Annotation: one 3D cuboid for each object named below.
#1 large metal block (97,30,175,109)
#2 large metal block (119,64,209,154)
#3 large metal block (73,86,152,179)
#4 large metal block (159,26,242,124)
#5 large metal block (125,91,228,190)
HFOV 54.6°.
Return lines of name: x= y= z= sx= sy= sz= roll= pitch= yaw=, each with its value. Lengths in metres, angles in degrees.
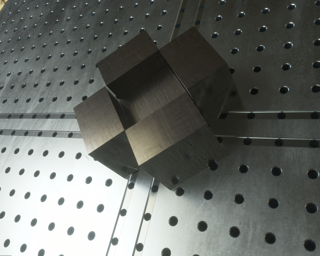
large metal block: x=-0.027 y=-0.074 z=0.434 sx=0.080 sy=0.080 sz=0.050 roll=-34 pitch=51 yaw=6
large metal block: x=0.003 y=-0.022 z=0.403 sx=0.080 sy=0.050 sz=0.080 roll=-34 pitch=50 yaw=8
large metal block: x=-0.058 y=0.007 z=0.400 sx=0.050 sy=0.080 sz=0.080 roll=-34 pitch=52 yaw=6
large metal block: x=0.051 y=-0.064 z=0.386 sx=0.050 sy=0.080 sz=0.080 roll=-33 pitch=52 yaw=6
large metal block: x=0.020 y=0.018 z=0.353 sx=0.080 sy=0.080 sz=0.050 roll=-32 pitch=52 yaw=7
